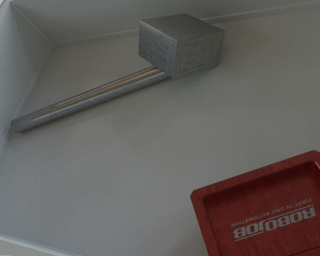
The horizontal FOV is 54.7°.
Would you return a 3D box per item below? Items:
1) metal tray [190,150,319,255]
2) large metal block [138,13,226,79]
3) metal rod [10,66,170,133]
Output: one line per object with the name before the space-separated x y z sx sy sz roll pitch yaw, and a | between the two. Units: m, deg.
metal tray | 0.103 0.083 0.283 0.131 0.030 0.090 -20 53 4
large metal block | 0.027 -0.115 0.421 0.081 0.050 0.080 -20 44 -31
metal rod | -0.111 -0.047 0.490 0.301 0.025 0.025 -18 55 17
